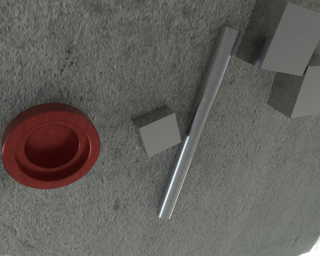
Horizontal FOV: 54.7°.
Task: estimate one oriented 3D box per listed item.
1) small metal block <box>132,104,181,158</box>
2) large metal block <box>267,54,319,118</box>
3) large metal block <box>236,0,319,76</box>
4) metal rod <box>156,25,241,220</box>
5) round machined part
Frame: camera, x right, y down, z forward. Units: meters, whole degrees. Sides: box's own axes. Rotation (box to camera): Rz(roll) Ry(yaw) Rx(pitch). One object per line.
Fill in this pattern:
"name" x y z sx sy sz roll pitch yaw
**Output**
"small metal block" -0.004 0.004 0.409 0.050 0.025 0.050 -25 128 -14
"large metal block" 0.223 -0.066 0.475 0.081 0.050 0.079 -8 122 -25
"large metal block" 0.159 -0.119 0.406 0.081 0.050 0.079 2 117 -30
"metal rod" 0.047 0.008 0.438 0.025 0.025 0.298 3 117 -30
"round machined part" -0.120 0.016 0.341 0.099 0.042 0.097 -14 125 -21
